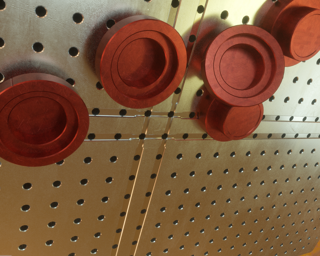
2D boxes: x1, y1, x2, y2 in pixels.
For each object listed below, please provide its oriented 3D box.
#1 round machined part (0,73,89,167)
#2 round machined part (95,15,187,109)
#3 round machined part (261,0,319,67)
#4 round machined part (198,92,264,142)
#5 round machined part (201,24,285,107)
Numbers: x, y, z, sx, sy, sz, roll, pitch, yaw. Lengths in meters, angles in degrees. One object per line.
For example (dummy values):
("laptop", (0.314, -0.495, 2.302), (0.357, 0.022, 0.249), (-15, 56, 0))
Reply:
("round machined part", (-0.128, -0.011, 0.323), (0.099, 0.042, 0.097), (-14, 124, -21))
("round machined part", (-0.023, -0.074, 0.341), (0.099, 0.042, 0.097), (-14, 124, -21))
("round machined part", (0.189, -0.130, 0.422), (0.099, 0.042, 0.097), (-14, 124, -21))
("round machined part", (0.108, -0.021, 0.445), (0.099, 0.042, 0.097), (-14, 124, -21))
("round machined part", (0.099, -0.075, 0.388), (0.099, 0.042, 0.097), (0, 93, -5))
